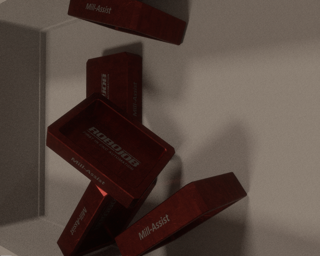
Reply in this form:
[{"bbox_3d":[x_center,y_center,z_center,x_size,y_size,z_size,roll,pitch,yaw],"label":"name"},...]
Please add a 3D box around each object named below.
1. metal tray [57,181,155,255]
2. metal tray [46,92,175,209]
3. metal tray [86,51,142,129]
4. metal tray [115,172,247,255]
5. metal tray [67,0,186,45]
[{"bbox_3d":[-0.073,0.117,0.422,0.030,0.091,0.129,46,117,30],"label":"metal tray"},{"bbox_3d":[-0.058,0.023,0.376,0.130,0.090,0.030,37,139,6],"label":"metal tray"},{"bbox_3d":[-0.070,-0.040,0.459,0.090,0.030,0.129,0,90,39],"label":"metal tray"},{"bbox_3d":[0.022,0.099,0.344,0.129,0.091,0.030,-43,64,31],"label":"metal tray"},{"bbox_3d":[-0.044,-0.141,0.398,0.130,0.091,0.030,25,106,37],"label":"metal tray"}]
